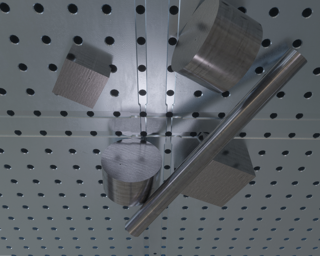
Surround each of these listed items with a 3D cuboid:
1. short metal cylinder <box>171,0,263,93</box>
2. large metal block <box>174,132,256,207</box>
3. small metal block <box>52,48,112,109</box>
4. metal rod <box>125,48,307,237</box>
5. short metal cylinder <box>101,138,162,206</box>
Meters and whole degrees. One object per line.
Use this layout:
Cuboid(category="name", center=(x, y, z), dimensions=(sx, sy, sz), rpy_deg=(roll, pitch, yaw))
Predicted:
Cuboid(category="short metal cylinder", center=(0.054, -0.081, 0.307), dimensions=(0.050, 0.080, 0.080), rpy_deg=(24, 126, -19))
Cuboid(category="large metal block", center=(0.076, 0.062, 0.449), dimensions=(0.080, 0.050, 0.080), rpy_deg=(22, 127, -18))
Cuboid(category="small metal block", center=(-0.091, -0.057, 0.362), dimensions=(0.050, 0.025, 0.050), rpy_deg=(23, 126, -19))
Cuboid(category="metal rod", center=(0.059, 0.028, 0.382), dimensions=(0.025, 0.025, 0.299), rpy_deg=(34, 106, -26))
Cuboid(category="short metal cylinder", center=(-0.039, 0.060, 0.426), dimensions=(0.081, 0.080, 0.050), rpy_deg=(3, 130, -3))
